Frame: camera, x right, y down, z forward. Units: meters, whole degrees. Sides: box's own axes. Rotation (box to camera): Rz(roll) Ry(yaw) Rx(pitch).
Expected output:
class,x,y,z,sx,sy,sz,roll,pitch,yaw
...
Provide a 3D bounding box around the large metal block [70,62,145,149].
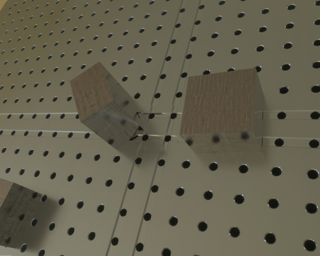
class,x,y,z,sx,sy,sz,roll,pitch,yaw
large metal block,-0.073,-0.030,0.431,0.050,0.080,0.080,-32,52,8

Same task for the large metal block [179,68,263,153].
class,x,y,z,sx,sy,sz,roll,pitch,yaw
large metal block,0.075,-0.018,0.365,0.080,0.050,0.080,-4,60,26

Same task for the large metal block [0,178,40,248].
class,x,y,z,sx,sy,sz,roll,pitch,yaw
large metal block,-0.235,0.116,0.446,0.080,0.050,0.080,7,65,31
